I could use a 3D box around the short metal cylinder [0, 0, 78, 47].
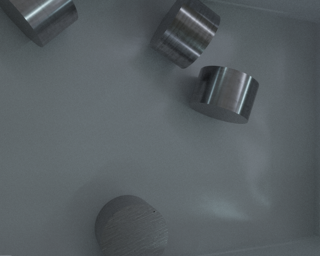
[{"bbox_3d":[-0.135,-0.134,0.331,0.050,0.080,0.080,-45,104,-14],"label":"short metal cylinder"}]

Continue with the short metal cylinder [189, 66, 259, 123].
[{"bbox_3d":[0.084,-0.042,0.412,0.080,0.080,0.050,21,83,-19],"label":"short metal cylinder"}]

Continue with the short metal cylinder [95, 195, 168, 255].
[{"bbox_3d":[-0.037,0.128,0.384,0.081,0.050,0.080,0,90,-20],"label":"short metal cylinder"}]

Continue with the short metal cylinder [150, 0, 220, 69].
[{"bbox_3d":[0.030,-0.123,0.392,0.050,0.080,0.080,31,80,-18],"label":"short metal cylinder"}]
